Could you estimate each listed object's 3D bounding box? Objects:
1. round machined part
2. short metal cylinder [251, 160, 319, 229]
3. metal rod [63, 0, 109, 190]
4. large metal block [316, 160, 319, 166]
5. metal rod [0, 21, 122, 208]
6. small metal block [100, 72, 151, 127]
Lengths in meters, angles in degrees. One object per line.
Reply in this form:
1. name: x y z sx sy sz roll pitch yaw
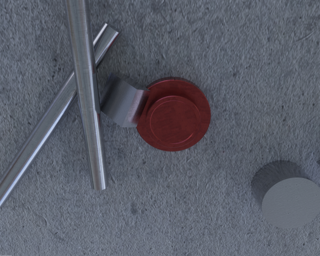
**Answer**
1. round machined part: 0.016 -0.014 0.396 0.099 0.042 0.097 0 110 -1
2. short metal cylinder: 0.175 0.092 0.433 0.081 0.050 0.079 0 110 -1
3. metal rod: -0.086 -0.049 0.365 0.025 0.025 0.298 -1 120 0
4. large metal block: 0.282 0.054 0.421 0.080 0.050 0.080 39 105 -14
5. metal rod: -0.146 -0.006 0.405 0.025 0.025 0.299 35 106 -13
6. small metal block: -0.045 -0.035 0.382 0.050 0.025 0.050 36 112 32
